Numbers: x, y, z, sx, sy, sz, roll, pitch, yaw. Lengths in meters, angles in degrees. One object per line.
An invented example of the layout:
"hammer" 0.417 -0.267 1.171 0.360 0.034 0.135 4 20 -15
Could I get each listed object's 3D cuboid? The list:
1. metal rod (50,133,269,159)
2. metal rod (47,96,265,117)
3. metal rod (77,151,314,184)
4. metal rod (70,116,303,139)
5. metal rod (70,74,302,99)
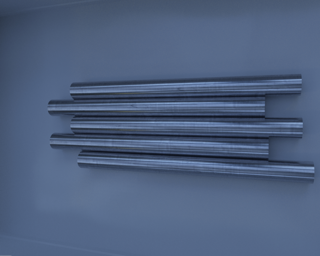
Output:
"metal rod" -0.014 0.022 0.413 0.301 0.025 0.025 1 90 19
"metal rod" -0.018 -0.028 0.414 0.301 0.025 0.025 1 90 19
"metal rod" 0.030 0.048 0.398 0.301 0.025 0.025 1 90 19
"metal rod" 0.019 -0.002 0.402 0.301 0.025 0.025 1 90 19
"metal rod" 0.018 -0.052 0.402 0.301 0.025 0.025 1 90 19
